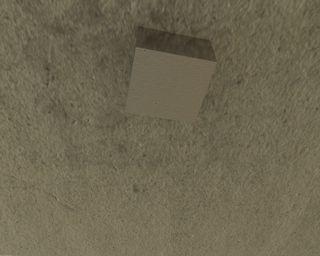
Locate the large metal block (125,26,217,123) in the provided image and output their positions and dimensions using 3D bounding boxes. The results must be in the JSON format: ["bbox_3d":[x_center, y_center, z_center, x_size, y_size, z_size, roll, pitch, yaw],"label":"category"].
[{"bbox_3d":[0.008,-0.057,0.342,0.081,0.050,0.079,9,130,-8],"label":"large metal block"}]
